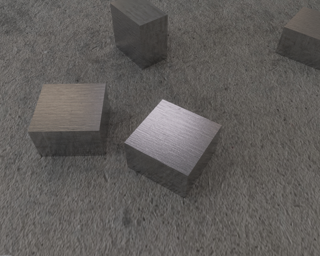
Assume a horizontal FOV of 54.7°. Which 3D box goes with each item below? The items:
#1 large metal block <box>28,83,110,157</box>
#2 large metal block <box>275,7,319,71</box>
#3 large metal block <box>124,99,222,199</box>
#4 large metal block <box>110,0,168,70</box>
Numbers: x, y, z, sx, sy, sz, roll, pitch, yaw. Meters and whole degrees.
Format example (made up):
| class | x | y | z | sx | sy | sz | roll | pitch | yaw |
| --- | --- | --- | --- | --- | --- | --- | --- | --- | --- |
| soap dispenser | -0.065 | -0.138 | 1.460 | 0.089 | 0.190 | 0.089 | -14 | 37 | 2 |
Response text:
| class | x | y | z | sx | sy | sz | roll | pitch | yaw |
| --- | --- | --- | --- | --- | --- | --- | --- | --- | --- |
| large metal block | -0.110 | -0.011 | 0.395 | 0.081 | 0.050 | 0.080 | -1 | 50 | -1 |
| large metal block | 0.253 | -0.150 | 0.514 | 0.080 | 0.050 | 0.080 | 31 | 57 | 23 |
| large metal block | 0.016 | 0.022 | 0.368 | 0.080 | 0.050 | 0.080 | 26 | 55 | 20 |
| large metal block | -0.033 | -0.155 | 0.497 | 0.050 | 0.080 | 0.080 | -30 | 57 | -23 |
